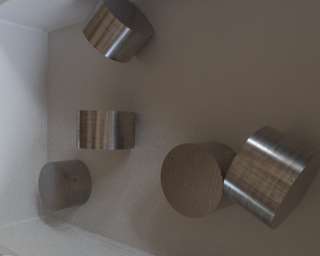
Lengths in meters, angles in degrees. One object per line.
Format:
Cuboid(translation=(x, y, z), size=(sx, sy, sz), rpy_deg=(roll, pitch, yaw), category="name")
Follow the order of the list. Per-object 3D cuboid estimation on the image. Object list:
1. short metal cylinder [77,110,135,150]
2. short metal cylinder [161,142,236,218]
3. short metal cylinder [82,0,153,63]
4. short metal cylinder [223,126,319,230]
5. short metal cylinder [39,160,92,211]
Cuboid(translation=(-0.075, 0.002, 0.433), size=(0.080, 0.081, 0.050), rpy_deg=(3, 92, 40), category="short metal cylinder")
Cuboid(translation=(0.048, 0.056, 0.351), size=(0.080, 0.050, 0.080), rpy_deg=(0, 90, 40), category="short metal cylinder")
Cuboid(translation=(-0.056, -0.135, 0.418), size=(0.050, 0.081, 0.080), rpy_deg=(-43, 64, 31), category="short metal cylinder")
Cuboid(translation=(0.104, 0.045, 0.285), size=(0.050, 0.081, 0.079), rpy_deg=(34, 111, 35), category="short metal cylinder")
Cuboid(translation=(-0.161, 0.095, 0.524), size=(0.080, 0.050, 0.080), rpy_deg=(0, 90, 40), category="short metal cylinder")
